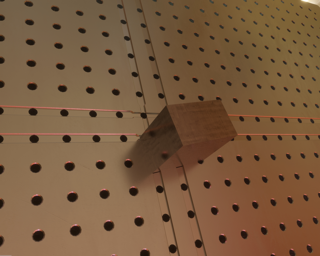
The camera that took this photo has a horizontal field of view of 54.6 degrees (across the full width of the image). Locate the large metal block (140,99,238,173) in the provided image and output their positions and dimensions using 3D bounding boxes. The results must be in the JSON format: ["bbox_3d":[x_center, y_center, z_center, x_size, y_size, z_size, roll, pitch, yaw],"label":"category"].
[{"bbox_3d":[0.033,0.010,0.384,0.081,0.080,0.050,-9,66,-32],"label":"large metal block"}]
